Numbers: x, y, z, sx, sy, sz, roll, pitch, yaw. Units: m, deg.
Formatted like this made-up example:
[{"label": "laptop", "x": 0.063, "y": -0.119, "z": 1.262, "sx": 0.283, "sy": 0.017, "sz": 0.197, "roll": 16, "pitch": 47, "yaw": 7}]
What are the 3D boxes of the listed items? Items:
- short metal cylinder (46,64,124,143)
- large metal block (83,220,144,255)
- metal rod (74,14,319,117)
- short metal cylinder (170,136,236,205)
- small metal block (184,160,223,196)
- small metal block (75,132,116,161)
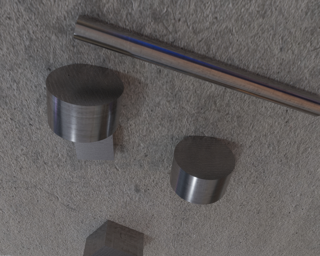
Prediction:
[{"label": "short metal cylinder", "x": -0.084, "y": -0.029, "z": 0.346, "sx": 0.081, "sy": 0.080, "sz": 0.050, "roll": 8, "pitch": 130, "yaw": -7}, {"label": "large metal block", "x": -0.087, "y": 0.226, "z": 0.582, "sx": 0.080, "sy": 0.050, "sz": 0.080, "roll": 30, "pitch": 124, "yaw": -24}, {"label": "metal rod", "x": 0.057, "y": -0.065, "z": 0.352, "sx": 0.302, "sy": 0.025, "sz": 0.025, "roll": 15, "pitch": 128, "yaw": -13}, {"label": "short metal cylinder", "x": 0.056, "y": 0.056, "z": 0.419, "sx": 0.081, "sy": 0.080, "sz": 0.050, "roll": 4, "pitch": 130, "yaw": -4}, {"label": "small metal block", "x": 0.065, "y": 0.077, "z": 0.473, "sx": 0.050, "sy": 0.025, "sz": 0.050, "roll": 3, "pitch": 130, "yaw": -3}, {"label": "small metal block", "x": -0.087, "y": 0.017, "z": 0.421, "sx": 0.050, "sy": 0.025, "sz": 0.050, "roll": 2, "pitch": 130, "yaw": -2}]
